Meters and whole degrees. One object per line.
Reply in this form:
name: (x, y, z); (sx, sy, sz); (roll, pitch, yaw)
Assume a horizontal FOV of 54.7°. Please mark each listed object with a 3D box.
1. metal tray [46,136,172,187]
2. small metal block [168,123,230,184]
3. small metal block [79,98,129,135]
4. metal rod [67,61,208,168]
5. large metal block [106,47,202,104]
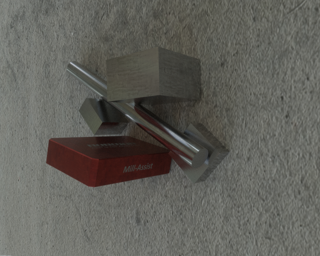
metal tray: (-0.058, 0.036, 0.384); (0.090, 0.131, 0.030); (16, 100, 39)
small metal block: (0.046, 0.029, 0.368); (0.050, 0.025, 0.050); (49, 119, 28)
small metal block: (-0.082, -0.017, 0.455); (0.050, 0.050, 0.025); (52, 120, 27)
metal rod: (-0.051, -0.034, 0.429); (0.300, 0.025, 0.025); (35, 112, 39)
large metal block: (-0.006, -0.057, 0.372); (0.080, 0.081, 0.050); (-2, 89, 39)
